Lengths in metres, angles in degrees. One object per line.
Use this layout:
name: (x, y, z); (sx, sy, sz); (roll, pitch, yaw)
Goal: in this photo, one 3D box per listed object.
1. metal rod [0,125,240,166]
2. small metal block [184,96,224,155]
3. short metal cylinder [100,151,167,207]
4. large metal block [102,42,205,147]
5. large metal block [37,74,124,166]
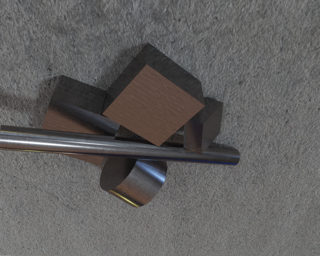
metal rod: (-0.026, 0.025, 0.376); (0.302, 0.025, 0.025); (7, 132, -28)
small metal block: (0.054, -0.003, 0.387); (0.025, 0.050, 0.050); (24, 137, 27)
short metal cylinder: (-0.037, 0.060, 0.423); (0.080, 0.080, 0.050); (-36, 122, 26)
large metal block: (-0.007, -0.036, 0.358); (0.080, 0.050, 0.080); (32, 123, -25)
large metal block: (-0.097, -0.008, 0.384); (0.080, 0.050, 0.079); (19, 127, -16)
